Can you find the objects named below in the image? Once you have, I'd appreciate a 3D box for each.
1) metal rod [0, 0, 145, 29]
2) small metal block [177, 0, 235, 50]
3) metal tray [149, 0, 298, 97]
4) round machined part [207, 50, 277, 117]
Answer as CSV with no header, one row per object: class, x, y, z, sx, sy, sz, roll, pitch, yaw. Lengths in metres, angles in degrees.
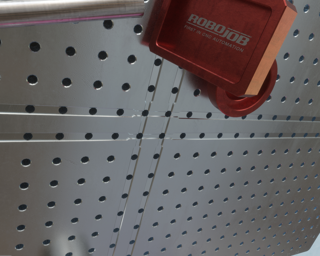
metal rod,-0.158,-0.097,0.265,0.303,0.025,0.025,-13,124,-22
small metal block,0.054,-0.121,0.368,0.050,0.025,0.050,7,115,-32
metal tray,0.054,-0.097,0.312,0.030,0.130,0.089,-5,123,-50
round machined part,0.105,-0.067,0.419,0.099,0.042,0.097,-14,125,-21
